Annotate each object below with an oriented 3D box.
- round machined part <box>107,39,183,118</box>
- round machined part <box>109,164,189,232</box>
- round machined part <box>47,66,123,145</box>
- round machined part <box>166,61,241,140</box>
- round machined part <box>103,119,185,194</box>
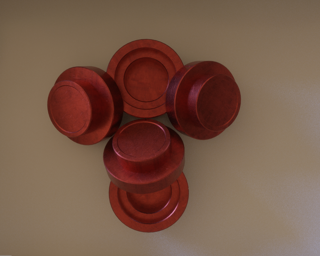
[{"bbox_3d":[-0.017,-0.061,0.400,0.099,0.042,0.097,0,90,0],"label":"round machined part"},{"bbox_3d":[-0.013,0.080,0.401,0.099,0.042,0.097,0,90,0],"label":"round machined part"},{"bbox_3d":[-0.098,-0.026,0.379,0.098,0.042,0.097,6,104,26],"label":"round machined part"},{"bbox_3d":[0.060,-0.033,0.379,0.099,0.042,0.097,-7,104,-29],"label":"round machined part"},{"bbox_3d":[-0.020,0.026,0.372,0.099,0.098,0.042,-6,134,0],"label":"round machined part"}]
